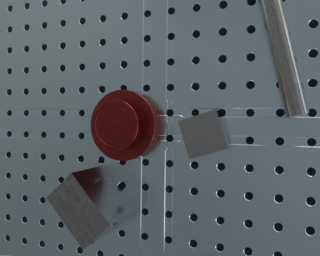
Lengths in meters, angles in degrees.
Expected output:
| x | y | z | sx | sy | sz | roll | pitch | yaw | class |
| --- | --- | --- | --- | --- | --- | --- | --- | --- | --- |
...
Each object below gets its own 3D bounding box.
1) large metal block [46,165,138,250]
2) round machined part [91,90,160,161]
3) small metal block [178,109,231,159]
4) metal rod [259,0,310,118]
| x | y | z | sx | sy | sz | roll | pitch | yaw | class |
| --- | --- | --- | --- | --- | --- | --- | --- | --- | --- |
| -0.087 | 0.101 | 0.414 | 0.050 | 0.080 | 0.080 | -44 | 77 | 15 | large metal block |
| -0.053 | -0.004 | 0.422 | 0.098 | 0.042 | 0.097 | 0 | 90 | 20 | round machined part |
| 0.056 | 0.008 | 0.393 | 0.050 | 0.025 | 0.050 | -18 | 84 | 19 | small metal block |
| 0.129 | -0.160 | 0.367 | 0.025 | 0.025 | 0.298 | -13 | 86 | 19 | metal rod |
